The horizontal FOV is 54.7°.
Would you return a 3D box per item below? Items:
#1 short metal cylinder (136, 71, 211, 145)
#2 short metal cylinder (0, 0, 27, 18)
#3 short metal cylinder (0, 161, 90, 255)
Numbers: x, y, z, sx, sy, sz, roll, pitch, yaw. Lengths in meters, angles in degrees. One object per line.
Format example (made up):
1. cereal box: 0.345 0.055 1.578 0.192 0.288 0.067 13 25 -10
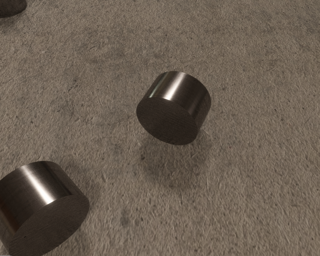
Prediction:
1. short metal cylinder: 0.018 -0.024 0.388 0.080 0.080 0.050 19 53 15
2. short metal cylinder: -0.307 -0.257 0.599 0.081 0.050 0.080 0 50 0
3. short metal cylinder: -0.117 0.079 0.300 0.080 0.080 0.050 -35 59 -26
